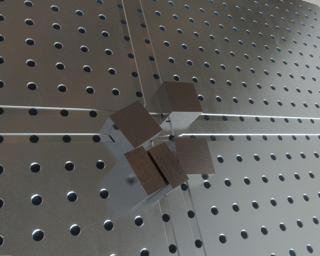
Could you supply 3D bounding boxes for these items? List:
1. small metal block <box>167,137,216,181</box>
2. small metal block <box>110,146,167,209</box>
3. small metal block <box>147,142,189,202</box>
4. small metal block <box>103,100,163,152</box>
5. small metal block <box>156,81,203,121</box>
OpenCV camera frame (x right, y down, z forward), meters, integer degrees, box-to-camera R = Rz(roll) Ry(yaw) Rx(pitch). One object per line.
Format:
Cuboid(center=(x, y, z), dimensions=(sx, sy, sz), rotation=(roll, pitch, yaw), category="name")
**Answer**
Cuboid(center=(0.039, 0.041, 0.404), dimensions=(0.050, 0.025, 0.050), rotation=(3, 60, -27), category="small metal block")
Cuboid(center=(-0.026, 0.055, 0.344), dimensions=(0.025, 0.050, 0.050), rotation=(-23, 74, -36), category="small metal block")
Cuboid(center=(-0.001, 0.052, 0.360), dimensions=(0.025, 0.050, 0.050), rotation=(-24, 75, -36), category="small metal block")
Cuboid(center=(-0.034, 0.000, 0.390), dimensions=(0.050, 0.025, 0.050), rotation=(-34, 81, -38), category="small metal block")
Cuboid(center=(0.028, -0.038, 0.446), dimensions=(0.050, 0.025, 0.050), rotation=(-1, 62, -29), category="small metal block")
